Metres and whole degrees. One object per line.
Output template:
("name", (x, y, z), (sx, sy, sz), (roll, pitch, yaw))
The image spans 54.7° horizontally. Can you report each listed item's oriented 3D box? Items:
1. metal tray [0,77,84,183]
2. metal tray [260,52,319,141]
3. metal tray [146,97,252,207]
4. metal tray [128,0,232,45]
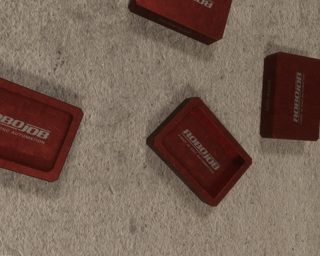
("metal tray", (-0.164, -0.002, 0.345), (0.131, 0.030, 0.090), (22, 83, -19))
("metal tray", (0.206, -0.046, 0.485), (0.091, 0.030, 0.129), (4, 89, -20))
("metal tray", (0.056, 0.033, 0.428), (0.090, 0.030, 0.130), (-46, 105, -14))
("metal tray", (0.032, -0.179, 0.419), (0.131, 0.030, 0.090), (17, 84, -20))
